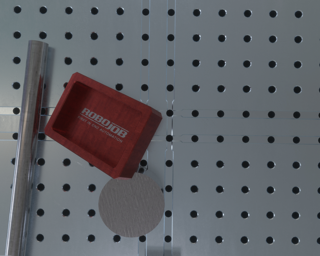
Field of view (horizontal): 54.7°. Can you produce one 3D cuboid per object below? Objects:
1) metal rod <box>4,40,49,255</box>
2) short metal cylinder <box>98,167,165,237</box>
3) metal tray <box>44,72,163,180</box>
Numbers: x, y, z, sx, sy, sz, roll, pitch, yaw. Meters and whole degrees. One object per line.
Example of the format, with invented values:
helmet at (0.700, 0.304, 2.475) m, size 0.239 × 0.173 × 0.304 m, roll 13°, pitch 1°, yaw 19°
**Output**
metal rod at (-0.178, 0.035, 0.411) m, size 0.025 × 0.025 × 0.298 m, roll 6°, pitch 90°, yaw 0°
short metal cylinder at (-0.034, 0.093, 0.400) m, size 0.081 × 0.050 × 0.080 m, roll 0°, pitch 90°, yaw 0°
metal tray at (-0.073, -0.005, 0.382) m, size 0.130 × 0.030 × 0.090 m, roll 27°, pitch 90°, yaw 26°
